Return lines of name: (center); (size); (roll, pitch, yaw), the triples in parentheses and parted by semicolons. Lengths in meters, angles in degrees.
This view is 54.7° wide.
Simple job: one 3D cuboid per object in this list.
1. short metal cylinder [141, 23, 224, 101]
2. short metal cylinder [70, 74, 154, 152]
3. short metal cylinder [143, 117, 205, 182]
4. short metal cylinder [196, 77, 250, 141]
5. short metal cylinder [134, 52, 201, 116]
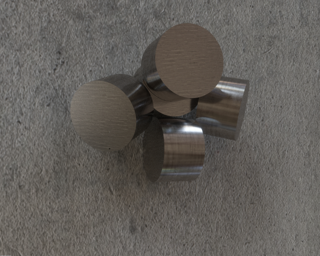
short metal cylinder: (0.024, -0.072, 0.353); (0.081, 0.050, 0.079); (0, 90, -21)
short metal cylinder: (-0.054, -0.019, 0.356); (0.080, 0.050, 0.079); (6, 110, 19)
short metal cylinder: (0.015, 0.027, 0.386); (0.050, 0.080, 0.079); (2, 90, -20)
short metal cylinder: (0.083, -0.027, 0.407); (0.050, 0.080, 0.080); (13, 85, 19)
short metal cylinder: (0.009, -0.054, 0.401); (0.081, 0.050, 0.079); (0, 90, -21)
